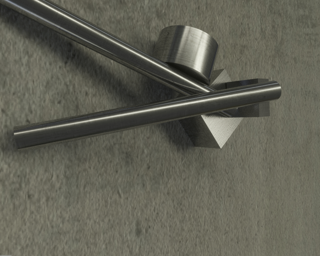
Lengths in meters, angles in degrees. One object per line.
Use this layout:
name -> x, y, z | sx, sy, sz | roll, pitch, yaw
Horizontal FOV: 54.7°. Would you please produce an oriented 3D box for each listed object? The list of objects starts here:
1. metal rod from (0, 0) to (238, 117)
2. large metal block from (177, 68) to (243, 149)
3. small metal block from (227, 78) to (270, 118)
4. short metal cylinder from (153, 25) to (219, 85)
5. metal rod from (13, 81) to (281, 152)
metal rod -> -0.030, -0.078, 0.345 | 0.302, 0.025, 0.025 | 23, 75, -26
large metal block -> 0.072, -0.028, 0.451 | 0.080, 0.050, 0.080 | -48, 119, -28
small metal block -> 0.120, -0.040, 0.424 | 0.025, 0.050, 0.050 | -5, 94, -40
short metal cylinder -> 0.030, -0.087, 0.399 | 0.080, 0.080, 0.050 | 26, 74, -37
metal rod -> 0.004, -0.018, 0.342 | 0.302, 0.025, 0.025 | -12, 98, -19
